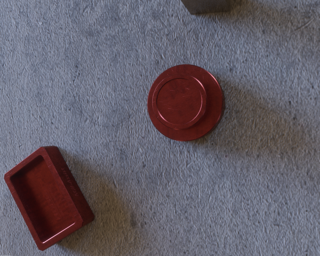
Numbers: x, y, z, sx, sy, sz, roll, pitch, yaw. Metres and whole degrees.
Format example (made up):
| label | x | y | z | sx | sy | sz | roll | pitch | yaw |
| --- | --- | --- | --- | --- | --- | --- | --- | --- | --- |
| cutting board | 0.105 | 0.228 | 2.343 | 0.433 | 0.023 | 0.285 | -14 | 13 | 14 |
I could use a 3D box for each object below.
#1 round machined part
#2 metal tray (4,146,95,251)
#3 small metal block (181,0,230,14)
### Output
| label | x | y | z | sx | sy | sz | roll | pitch | yaw |
| --- | --- | --- | --- | --- | --- | --- | --- | --- | --- |
| round machined part | 0.029 | -0.032 | 0.389 | 0.098 | 0.042 | 0.097 | 0 | 90 | 19 |
| metal tray | -0.167 | 0.103 | 0.463 | 0.090 | 0.030 | 0.130 | -34 | 79 | 16 |
| small metal block | 0.056 | -0.161 | 0.375 | 0.050 | 0.050 | 0.025 | 3 | 91 | 19 |
